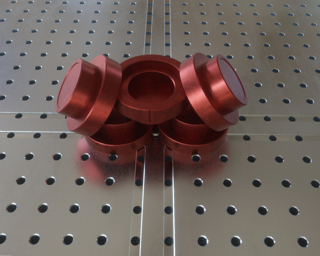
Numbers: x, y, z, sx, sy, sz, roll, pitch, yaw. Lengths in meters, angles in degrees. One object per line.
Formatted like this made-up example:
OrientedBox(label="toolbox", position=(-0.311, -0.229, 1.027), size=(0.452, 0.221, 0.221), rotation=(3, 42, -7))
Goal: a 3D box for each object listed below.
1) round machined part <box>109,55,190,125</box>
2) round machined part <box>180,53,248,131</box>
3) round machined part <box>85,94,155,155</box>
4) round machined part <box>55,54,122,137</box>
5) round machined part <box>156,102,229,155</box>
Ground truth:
OrientedBox(label="round machined part", position=(-0.010, -0.043, 0.376), size=(0.099, 0.042, 0.098), rotation=(0, 50, 0))
OrientedBox(label="round machined part", position=(0.070, -0.049, 0.372), size=(0.042, 0.098, 0.098), rotation=(-29, 42, 30))
OrientedBox(label="round machined part", position=(-0.055, -0.016, 0.409), size=(0.099, 0.042, 0.098), rotation=(0, 50, 0))
OrientedBox(label="round machined part", position=(-0.089, -0.042, 0.365), size=(0.042, 0.098, 0.098), rotation=(23, 42, -32))
OrientedBox(label="round machined part", position=(0.043, -0.016, 0.410), size=(0.099, 0.042, 0.098), rotation=(0, 50, 0))
